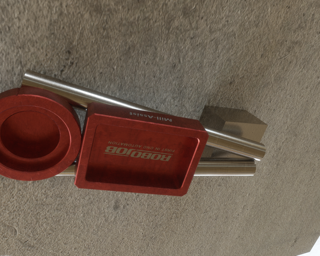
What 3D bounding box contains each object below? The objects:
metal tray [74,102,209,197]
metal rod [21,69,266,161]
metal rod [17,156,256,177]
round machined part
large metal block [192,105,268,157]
[{"bbox_3d":[-0.021,0.028,0.344,0.131,0.030,0.089,9,115,-19],"label":"metal tray"},{"bbox_3d":[-0.001,-0.007,0.363,0.302,0.025,0.025,16,110,-22],"label":"metal rod"},{"bbox_3d":[-0.019,0.048,0.387,0.302,0.025,0.025,2,118,-16],"label":"metal rod"},{"bbox_3d":[-0.133,0.003,0.320,0.099,0.042,0.097,-7,119,-13],"label":"round machined part"},{"bbox_3d":[0.098,0.017,0.456,0.081,0.050,0.079,4,117,-31],"label":"large metal block"}]
